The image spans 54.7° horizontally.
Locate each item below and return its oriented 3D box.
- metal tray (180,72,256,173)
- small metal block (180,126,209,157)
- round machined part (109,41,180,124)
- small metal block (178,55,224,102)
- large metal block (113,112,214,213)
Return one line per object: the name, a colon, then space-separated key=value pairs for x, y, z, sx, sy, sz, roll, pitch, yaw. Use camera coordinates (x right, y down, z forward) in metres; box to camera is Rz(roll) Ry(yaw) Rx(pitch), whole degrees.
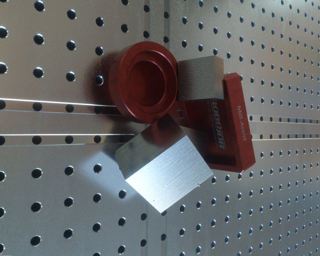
metal tray: x=0.077 y=-0.006 z=0.434 sx=0.030 sy=0.090 sz=0.129 roll=-23 pitch=105 yaw=-38
small metal block: x=0.037 y=0.026 z=0.436 sx=0.050 sy=0.025 sz=0.050 roll=14 pitch=86 yaw=-28
round machined part: x=-0.021 y=-0.054 z=0.382 sx=0.099 sy=0.042 sz=0.097 roll=0 pitch=90 yaw=-40
small metal block: x=0.051 y=-0.059 z=0.384 sx=0.025 sy=0.050 sz=0.050 roll=0 pitch=89 yaw=-55
large metal block: x=0.005 y=0.043 z=0.370 sx=0.080 sy=0.050 sz=0.080 roll=-37 pitch=130 yaw=0
